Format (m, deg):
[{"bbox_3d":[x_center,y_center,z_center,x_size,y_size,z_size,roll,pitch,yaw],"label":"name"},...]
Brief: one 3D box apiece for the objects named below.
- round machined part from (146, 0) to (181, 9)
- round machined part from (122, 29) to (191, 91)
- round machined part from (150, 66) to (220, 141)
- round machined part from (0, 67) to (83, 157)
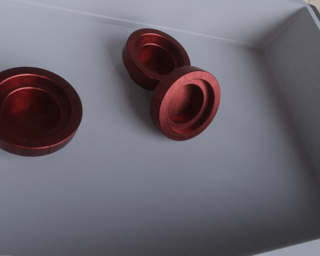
[{"bbox_3d":[0.003,-0.270,0.565,0.099,0.042,0.098,14,56,-21],"label":"round machined part"},{"bbox_3d":[-0.008,-0.093,0.448,0.099,0.042,0.098,14,56,-21],"label":"round machined part"},{"bbox_3d":[0.029,-0.035,0.410,0.099,0.097,0.042,-8,30,-32],"label":"round machined part"},{"bbox_3d":[-0.137,-0.014,0.330,0.099,0.042,0.098,14,56,-21],"label":"round machined part"}]
